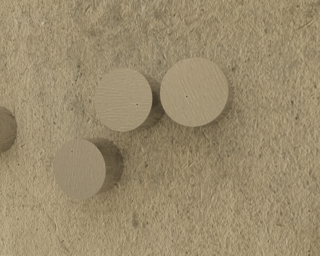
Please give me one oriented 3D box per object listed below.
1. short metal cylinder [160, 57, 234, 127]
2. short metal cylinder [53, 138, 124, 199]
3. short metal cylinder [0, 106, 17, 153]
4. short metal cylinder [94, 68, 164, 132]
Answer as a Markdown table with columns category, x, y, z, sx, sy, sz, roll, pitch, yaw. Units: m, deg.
| category | x | y | z | sx | sy | sz | roll | pitch | yaw |
| --- | --- | --- | --- | --- | --- | --- | --- | --- | --- |
| short metal cylinder | 0.046 | -0.041 | 0.379 | 0.080 | 0.050 | 0.080 | 0 | 90 | 20 |
| short metal cylinder | -0.098 | 0.054 | 0.430 | 0.080 | 0.050 | 0.080 | 0 | 90 | 20 |
| short metal cylinder | -0.280 | 0.003 | 0.494 | 0.080 | 0.050 | 0.080 | 0 | 90 | 20 |
| short metal cylinder | -0.038 | -0.035 | 0.409 | 0.080 | 0.050 | 0.080 | 0 | 90 | 20 |
